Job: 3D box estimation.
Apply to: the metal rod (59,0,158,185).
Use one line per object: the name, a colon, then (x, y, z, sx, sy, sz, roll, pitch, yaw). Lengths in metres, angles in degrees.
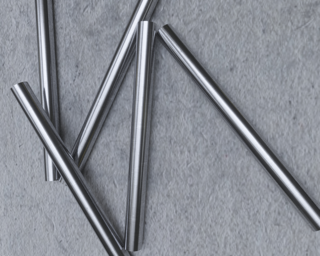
metal rod: (-0.072, -0.053, 0.433, 0.025, 0.025, 0.298, 28, 99, 17)

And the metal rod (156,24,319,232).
metal rod: (0.093, -0.010, 0.375, 0.025, 0.025, 0.299, -40, 78, 15)

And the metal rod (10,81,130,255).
metal rod: (-0.117, 0.071, 0.424, 0.025, 0.025, 0.299, -31, 89, 17)

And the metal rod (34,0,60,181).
metal rod: (-0.169, -0.071, 0.466, 0.025, 0.025, 0.298, -4, 89, 19)

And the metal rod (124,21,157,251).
metal rod: (-0.027, 0.014, 0.410, 0.025, 0.025, 0.298, 5, 94, 19)
